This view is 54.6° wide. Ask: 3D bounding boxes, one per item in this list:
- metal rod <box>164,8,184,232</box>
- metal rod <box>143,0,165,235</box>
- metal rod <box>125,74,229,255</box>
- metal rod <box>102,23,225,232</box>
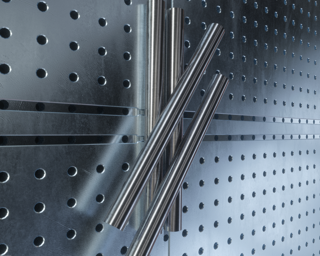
[{"bbox_3d":[0.019,-0.011,0.425,0.025,0.025,0.298,1,89,-40],"label":"metal rod"},{"bbox_3d":[-0.008,-0.014,0.402,0.025,0.025,0.298,1,89,-40],"label":"metal rod"},{"bbox_3d":[0.023,0.053,0.394,0.025,0.025,0.300,42,65,-32],"label":"metal rod"},{"bbox_3d":[0.015,-0.017,0.389,0.025,0.025,0.300,42,65,-32],"label":"metal rod"}]
